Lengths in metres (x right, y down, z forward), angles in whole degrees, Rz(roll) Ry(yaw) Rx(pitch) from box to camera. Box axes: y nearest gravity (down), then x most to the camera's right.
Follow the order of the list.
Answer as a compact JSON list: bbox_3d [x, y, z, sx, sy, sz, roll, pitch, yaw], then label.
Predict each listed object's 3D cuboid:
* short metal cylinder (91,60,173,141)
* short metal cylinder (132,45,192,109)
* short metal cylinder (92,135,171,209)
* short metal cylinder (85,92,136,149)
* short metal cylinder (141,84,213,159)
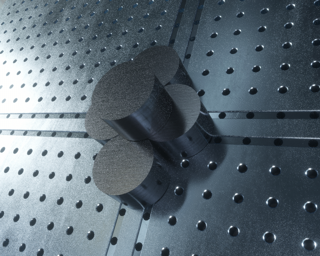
[{"bbox_3d":[-0.032,-0.032,0.363,0.080,0.050,0.080,-13,56,21],"label":"short metal cylinder"},{"bbox_3d":[-0.002,-0.068,0.434,0.080,0.050,0.080,-12,57,20],"label":"short metal cylinder"},{"bbox_3d":[-0.034,0.052,0.377,0.080,0.050,0.080,-13,54,20],"label":"short metal cylinder"},{"bbox_3d":[-0.055,-0.008,0.426,0.080,0.050,0.080,-13,56,21],"label":"short metal cylinder"},{"bbox_3d":[0.020,-0.008,0.386,0.080,0.050,0.080,-13,56,21],"label":"short metal cylinder"}]
